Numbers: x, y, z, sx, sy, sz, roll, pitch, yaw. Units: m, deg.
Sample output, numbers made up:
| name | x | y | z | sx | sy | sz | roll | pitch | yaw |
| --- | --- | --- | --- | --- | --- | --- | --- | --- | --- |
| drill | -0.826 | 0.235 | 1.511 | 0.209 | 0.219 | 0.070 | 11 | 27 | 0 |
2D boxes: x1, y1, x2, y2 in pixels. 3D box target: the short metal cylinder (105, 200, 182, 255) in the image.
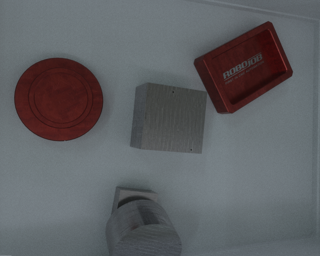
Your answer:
| name | x | y | z | sx | sy | sz | roll | pitch | yaw |
| --- | --- | --- | --- | --- | --- | --- | --- | --- | --- |
| short metal cylinder | -0.021 | 0.133 | 0.365 | 0.081 | 0.050 | 0.079 | -6 | 110 | -16 |

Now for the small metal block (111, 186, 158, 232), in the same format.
| name | x | y | z | sx | sy | sz | roll | pitch | yaw |
| --- | --- | --- | --- | --- | --- | --- | --- | --- | --- |
| small metal block | -0.034 | 0.105 | 0.399 | 0.050 | 0.025 | 0.050 | 11 | 85 | -20 |

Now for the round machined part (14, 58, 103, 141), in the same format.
| name | x | y | z | sx | sy | sz | roll | pitch | yaw |
| --- | --- | --- | --- | --- | --- | --- | --- | --- | --- |
| round machined part | -0.115 | -0.033 | 0.359 | 0.099 | 0.042 | 0.097 | 0 | 90 | -21 |

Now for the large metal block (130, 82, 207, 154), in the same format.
| name | x | y | z | sx | sy | sz | roll | pitch | yaw |
| --- | --- | --- | --- | --- | --- | --- | --- | --- | --- |
| large metal block | 0.010 | -0.011 | 0.402 | 0.081 | 0.050 | 0.080 | 6 | 88 | -20 |

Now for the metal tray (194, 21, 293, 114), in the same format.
| name | x | y | z | sx | sy | sz | roll | pitch | yaw |
| --- | --- | --- | --- | --- | --- | --- | --- | --- | --- |
| metal tray | 0.125 | -0.088 | 0.455 | 0.131 | 0.030 | 0.090 | -31 | 100 | -18 |
